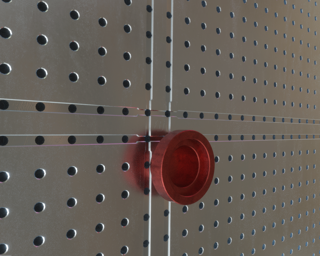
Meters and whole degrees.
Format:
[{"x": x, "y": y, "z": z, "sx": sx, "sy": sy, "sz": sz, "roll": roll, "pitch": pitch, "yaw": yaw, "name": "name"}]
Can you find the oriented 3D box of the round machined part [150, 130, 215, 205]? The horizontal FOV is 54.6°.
[{"x": 0.026, "y": 0.051, "z": 0.419, "sx": 0.099, "sy": 0.042, "sz": 0.097, "roll": 0, "pitch": 90, "yaw": -40, "name": "round machined part"}]
